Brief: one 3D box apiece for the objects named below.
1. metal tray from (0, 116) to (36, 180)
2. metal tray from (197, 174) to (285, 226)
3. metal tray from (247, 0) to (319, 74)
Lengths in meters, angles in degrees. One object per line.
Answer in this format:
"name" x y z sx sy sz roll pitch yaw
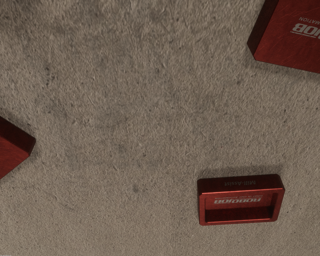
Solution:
"metal tray" -0.250 0.033 0.429 0.130 0.030 0.090 -34 123 25
"metal tray" 0.128 0.119 0.507 0.131 0.030 0.089 -4 130 3
"metal tray" 0.169 -0.104 0.318 0.131 0.030 0.089 9 130 -9
